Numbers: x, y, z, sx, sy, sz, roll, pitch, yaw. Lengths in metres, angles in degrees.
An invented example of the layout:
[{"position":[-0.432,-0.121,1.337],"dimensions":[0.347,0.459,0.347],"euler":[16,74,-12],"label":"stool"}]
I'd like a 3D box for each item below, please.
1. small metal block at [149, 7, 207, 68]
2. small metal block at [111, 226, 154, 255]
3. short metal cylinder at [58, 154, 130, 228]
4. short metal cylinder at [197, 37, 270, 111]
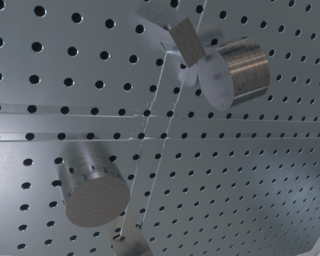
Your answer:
[{"position":[0.020,-0.101,0.344],"dimensions":[0.025,0.050,0.050],"euler":[-39,130,-2],"label":"small metal block"},{"position":[-0.044,0.192,0.490],"dimensions":[0.050,0.050,0.025],"euler":[-26,128,-13],"label":"small metal block"},{"position":[-0.085,0.080,0.399],"dimensions":[0.081,0.050,0.079],"euler":[-14,124,-21],"label":"short metal cylinder"},{"position":[0.088,-0.067,0.383],"dimensions":[0.050,0.080,0.079],"euler":[-20,126,-17],"label":"short metal cylinder"}]
